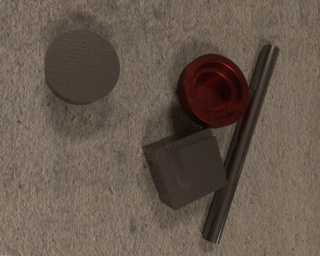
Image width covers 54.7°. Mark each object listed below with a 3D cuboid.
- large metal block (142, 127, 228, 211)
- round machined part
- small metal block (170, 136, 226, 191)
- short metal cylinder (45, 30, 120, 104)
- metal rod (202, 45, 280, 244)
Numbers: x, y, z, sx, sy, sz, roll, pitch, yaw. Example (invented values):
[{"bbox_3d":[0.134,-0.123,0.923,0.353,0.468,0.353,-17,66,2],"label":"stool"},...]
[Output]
[{"bbox_3d":[0.032,0.050,0.409,0.081,0.050,0.080,-21,98,-19],"label":"large metal block"},{"bbox_3d":[0.068,-0.047,0.421,0.099,0.042,0.097,4,80,-21],"label":"round machined part"},{"bbox_3d":[0.046,0.041,0.374,0.050,0.025,0.050,-18,97,-19],"label":"small metal block"},{"bbox_3d":[-0.092,-0.068,0.362,0.081,0.050,0.079,0,90,-21],"label":"short metal cylinder"},{"bbox_3d":[0.121,0.019,0.455,0.025,0.025,0.299,22,83,-19],"label":"metal rod"}]
